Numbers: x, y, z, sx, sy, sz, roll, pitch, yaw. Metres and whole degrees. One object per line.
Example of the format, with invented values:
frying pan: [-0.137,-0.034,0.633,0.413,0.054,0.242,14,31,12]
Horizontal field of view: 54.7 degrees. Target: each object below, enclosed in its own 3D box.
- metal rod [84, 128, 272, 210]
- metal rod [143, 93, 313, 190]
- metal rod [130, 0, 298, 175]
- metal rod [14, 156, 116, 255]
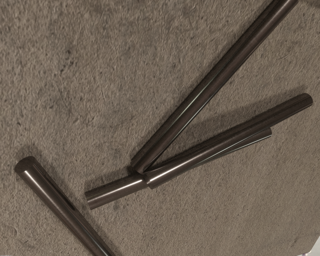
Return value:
metal rod: [0.039,0.051,0.461,0.302,0.025,0.025,-19,126,-18]
metal rod: [0.114,0.012,0.464,0.302,0.025,0.025,-24,128,-20]
metal rod: [0.068,-0.056,0.410,0.299,0.025,0.025,-48,129,6]
metal rod: [-0.107,0.149,0.441,0.025,0.025,0.299,-30,129,-9]
